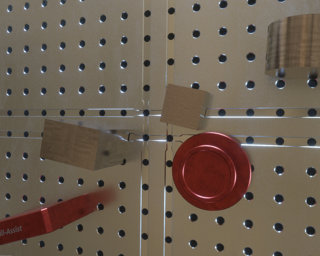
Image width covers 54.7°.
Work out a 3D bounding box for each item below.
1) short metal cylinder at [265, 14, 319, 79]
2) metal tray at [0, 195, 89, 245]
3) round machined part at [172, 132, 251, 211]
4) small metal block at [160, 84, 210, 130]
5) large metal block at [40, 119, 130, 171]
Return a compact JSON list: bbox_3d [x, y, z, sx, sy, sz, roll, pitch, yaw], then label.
[{"bbox_3d":[0.155,-0.083,0.329,0.080,0.080,0.050,4,92,20],"label":"short metal cylinder"},{"bbox_3d":[-0.181,0.133,0.441,0.130,0.090,0.030,-19,84,19],"label":"metal tray"},{"bbox_3d":[0.061,0.054,0.382,0.098,0.042,0.097,0,90,20],"label":"round machined part"},{"bbox_3d":[0.032,-0.027,0.401,0.050,0.025,0.050,14,95,19],"label":"small metal block"},{"bbox_3d":[-0.099,0.019,0.418,0.080,0.080,0.050,11,94,19],"label":"large metal block"}]
